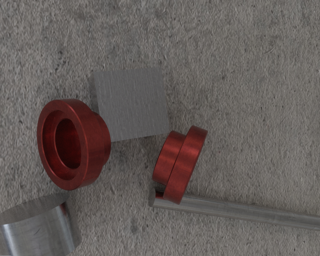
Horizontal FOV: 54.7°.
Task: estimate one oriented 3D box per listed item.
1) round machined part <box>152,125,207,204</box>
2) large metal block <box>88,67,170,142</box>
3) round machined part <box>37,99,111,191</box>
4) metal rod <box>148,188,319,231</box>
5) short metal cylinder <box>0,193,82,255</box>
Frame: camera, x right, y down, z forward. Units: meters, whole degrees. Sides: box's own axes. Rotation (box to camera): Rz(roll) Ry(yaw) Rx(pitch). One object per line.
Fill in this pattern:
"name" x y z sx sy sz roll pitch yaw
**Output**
"round machined part" 0.022 0.041 0.386 0.042 0.098 0.098 21 82 9
"large metal block" -0.039 -0.028 0.381 0.081 0.050 0.080 -9 93 -20
"round machined part" -0.092 0.016 0.343 0.042 0.098 0.097 -11 95 -48
"metal rod" 0.128 0.124 0.456 0.302 0.025 0.025 14 86 -20
"short metal cylinder" -0.130 0.109 0.332 0.081 0.080 0.050 -16 96 -19
